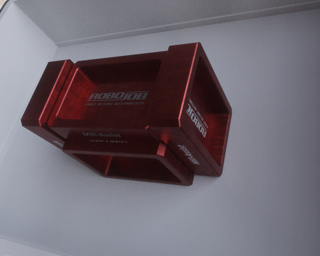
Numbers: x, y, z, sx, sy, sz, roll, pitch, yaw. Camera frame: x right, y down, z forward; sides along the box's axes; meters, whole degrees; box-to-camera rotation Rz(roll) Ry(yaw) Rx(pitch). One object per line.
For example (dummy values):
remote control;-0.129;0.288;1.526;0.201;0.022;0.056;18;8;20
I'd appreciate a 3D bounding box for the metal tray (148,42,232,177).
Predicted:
metal tray;0.039;-0.013;0.323;0.030;0.130;0.090;1;63;29

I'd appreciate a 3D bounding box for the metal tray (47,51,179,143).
metal tray;-0.049;-0.033;0.330;0.130;0.030;0.090;1;62;28

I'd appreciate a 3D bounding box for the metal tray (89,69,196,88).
metal tray;-0.013;-0.046;0.395;0.130;0.090;0.030;0;63;29

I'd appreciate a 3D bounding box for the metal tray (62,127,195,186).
metal tray;-0.034;0.033;0.358;0.130;0.090;0.030;0;62;28

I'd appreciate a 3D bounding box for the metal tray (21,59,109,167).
metal tray;-0.103;-0.014;0.399;0.030;0.130;0.090;1;63;29
